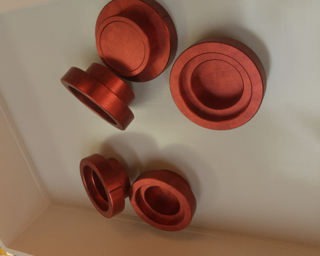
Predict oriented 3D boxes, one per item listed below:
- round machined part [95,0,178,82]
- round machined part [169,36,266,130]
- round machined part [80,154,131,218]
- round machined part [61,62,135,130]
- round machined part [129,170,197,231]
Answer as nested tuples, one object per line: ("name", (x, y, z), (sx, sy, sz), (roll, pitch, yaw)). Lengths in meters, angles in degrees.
("round machined part", (-0.033, -0.097, 0.353), (0.098, 0.042, 0.097), (13, 124, 20))
("round machined part", (0.063, -0.050, 0.333), (0.098, 0.042, 0.097), (13, 124, 20))
("round machined part", (-0.080, 0.084, 0.474), (0.098, 0.042, 0.097), (32, 133, 42))
("round machined part", (-0.070, -0.043, 0.386), (0.098, 0.042, 0.098), (36, 169, 9))
("round machined part", (0.007, 0.101, 0.455), (0.098, 0.042, 0.097), (13, 124, 20))
